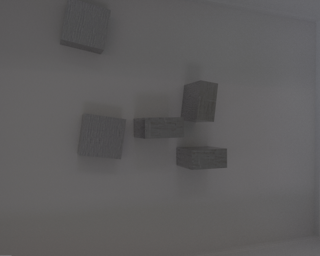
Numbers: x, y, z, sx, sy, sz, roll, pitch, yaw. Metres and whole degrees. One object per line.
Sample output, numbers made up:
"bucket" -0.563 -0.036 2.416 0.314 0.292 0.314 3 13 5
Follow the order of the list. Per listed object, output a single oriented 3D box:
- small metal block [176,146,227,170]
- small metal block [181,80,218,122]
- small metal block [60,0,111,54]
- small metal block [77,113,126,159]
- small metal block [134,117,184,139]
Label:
"small metal block" 0.055 0.039 0.417 0.050 0.050 0.025 -1 91 -20
"small metal block" 0.052 -0.034 0.416 0.025 0.050 0.050 7 88 -20
"small metal block" -0.091 -0.123 0.377 0.050 0.025 0.050 10 87 -20
"small metal block" -0.072 0.011 0.384 0.050 0.025 0.050 8 87 -20
"small metal block" -0.003 0.000 0.396 0.050 0.050 0.025 -1 91 -20
